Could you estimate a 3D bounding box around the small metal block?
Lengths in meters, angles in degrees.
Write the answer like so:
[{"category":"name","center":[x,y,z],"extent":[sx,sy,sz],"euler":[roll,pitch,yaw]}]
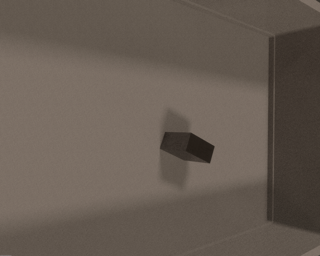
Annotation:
[{"category":"small metal block","center":[0.037,0.027,0.424],"extent":[0.050,0.050,0.025],"euler":[29,72,-37]}]
